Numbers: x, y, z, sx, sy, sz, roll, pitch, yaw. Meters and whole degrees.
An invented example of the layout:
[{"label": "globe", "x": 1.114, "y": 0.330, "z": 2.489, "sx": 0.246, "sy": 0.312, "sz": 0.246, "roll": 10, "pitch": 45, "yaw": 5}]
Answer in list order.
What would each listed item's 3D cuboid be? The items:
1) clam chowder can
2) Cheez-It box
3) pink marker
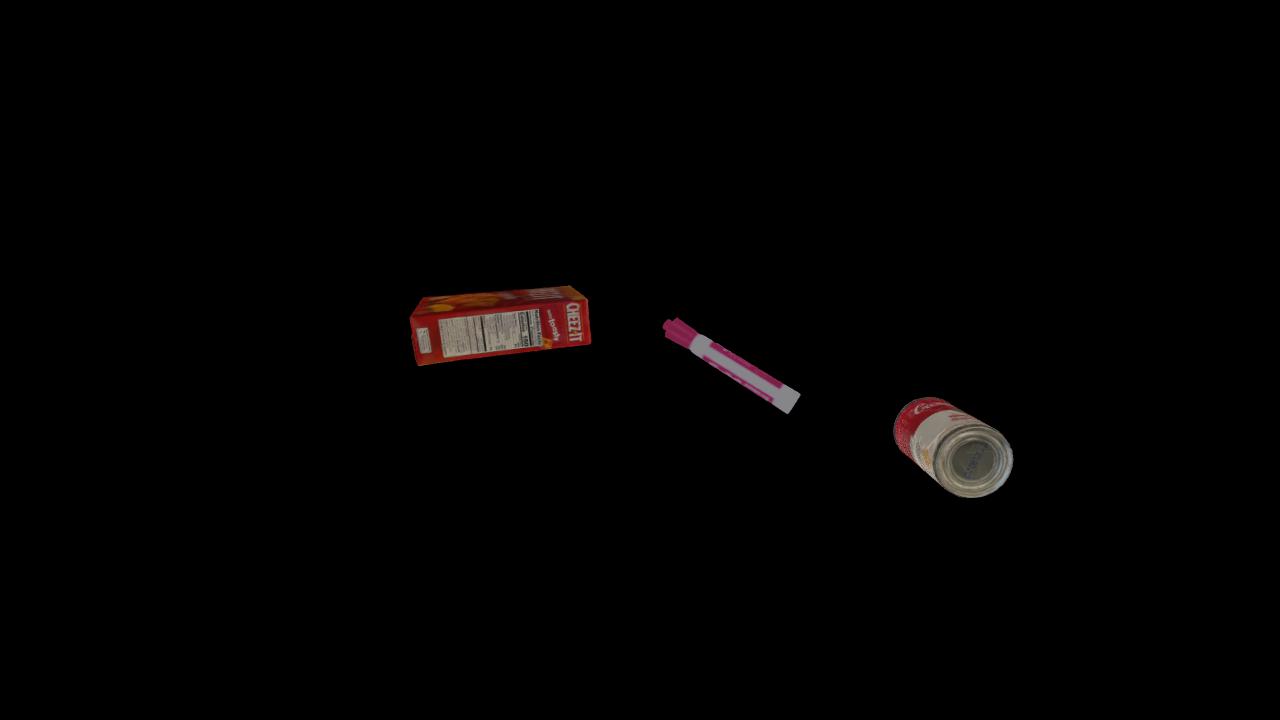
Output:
[{"label": "clam chowder can", "x": 0.286, "y": 0.079, "z": 0.570, "sx": 0.068, "sy": 0.068, "sz": 0.102, "roll": 0, "pitch": 10, "yaw": 4}, {"label": "Cheez-It box", "x": -0.189, "y": -0.054, "z": 0.845, "sx": 0.223, "sy": 0.071, "sz": 0.166, "roll": -6, "pitch": 15, "yaw": -12}, {"label": "pink marker", "x": 0.070, "y": 0.002, "z": 0.486, "sx": 0.121, "sy": 0.020, "sz": 0.020, "roll": 33, "pitch": 9, "yaw": 14}]
